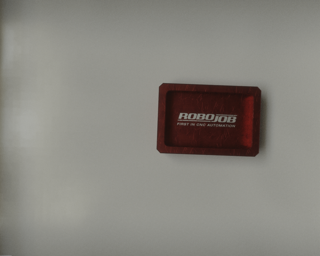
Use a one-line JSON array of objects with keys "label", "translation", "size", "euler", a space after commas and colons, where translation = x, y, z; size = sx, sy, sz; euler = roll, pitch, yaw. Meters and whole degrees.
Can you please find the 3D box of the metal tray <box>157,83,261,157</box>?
[{"label": "metal tray", "translation": [0.062, -0.010, 0.409], "size": [0.131, 0.030, 0.090], "euler": [2, 90, 0]}]
